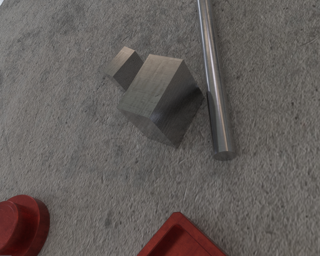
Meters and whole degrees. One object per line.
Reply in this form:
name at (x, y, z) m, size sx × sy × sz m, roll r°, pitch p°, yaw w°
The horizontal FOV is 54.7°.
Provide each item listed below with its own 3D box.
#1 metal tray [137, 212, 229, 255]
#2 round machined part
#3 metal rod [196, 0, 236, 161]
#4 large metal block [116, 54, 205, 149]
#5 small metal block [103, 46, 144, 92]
metal tray at (0.034, 0.154, 0.287) m, size 0.090 × 0.030 × 0.130 m, roll -48°, pitch 52°, yaw -6°
round machined part at (-0.202, 0.136, 0.415) m, size 0.098 × 0.042 × 0.098 m, roll -13°, pitch 56°, yaw 21°
metal rod at (0.071, -0.096, 0.425) m, size 0.025 × 0.025 × 0.299 m, roll -14°, pitch 56°, yaw 20°
large metal block at (0.005, -0.032, 0.386) m, size 0.050 × 0.080 × 0.080 m, roll 18°, pitch 71°, yaw 35°
small metal block at (-0.049, -0.085, 0.466) m, size 0.025 × 0.050 × 0.050 m, roll 32°, pitch 79°, yaw 38°
